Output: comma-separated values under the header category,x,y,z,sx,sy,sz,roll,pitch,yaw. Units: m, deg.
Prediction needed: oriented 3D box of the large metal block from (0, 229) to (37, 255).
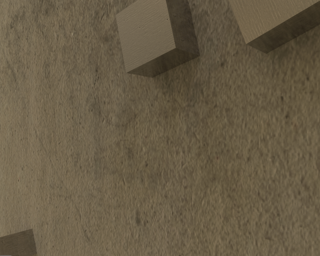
category,x,y,z,sx,sy,sz,roll,pitch,yaw
large metal block,-0.308,0.244,0.619,0.080,0.081,0.050,-28,72,36

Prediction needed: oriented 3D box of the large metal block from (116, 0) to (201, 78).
category,x,y,z,sx,sy,sz,roll,pitch,yaw
large metal block,-0.004,-0.117,0.390,0.080,0.050,0.080,-18,79,38

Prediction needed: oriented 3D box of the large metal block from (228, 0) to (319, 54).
category,x,y,z,sx,sy,sz,roll,pitch,yaw
large metal block,0.114,-0.130,0.294,0.080,0.050,0.080,-27,73,36
